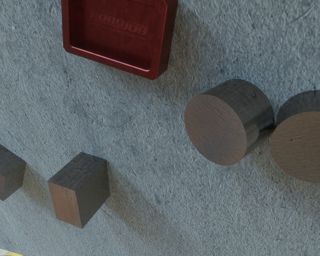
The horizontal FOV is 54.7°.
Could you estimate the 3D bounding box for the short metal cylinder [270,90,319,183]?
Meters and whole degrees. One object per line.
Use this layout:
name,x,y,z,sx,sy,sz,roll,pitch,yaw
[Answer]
short metal cylinder,0.157,0.008,0.313,0.080,0.050,0.079,13,124,20

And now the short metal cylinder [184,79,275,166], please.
short metal cylinder,0.073,-0.007,0.331,0.080,0.050,0.079,31,136,36

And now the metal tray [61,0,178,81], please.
metal tray,-0.051,-0.118,0.357,0.130,0.030,0.089,21,126,15

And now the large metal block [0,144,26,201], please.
large metal block,-0.318,0.084,0.610,0.080,0.050,0.079,33,129,6

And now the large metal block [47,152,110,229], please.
large metal block,-0.126,0.098,0.499,0.050,0.080,0.079,14,124,20
